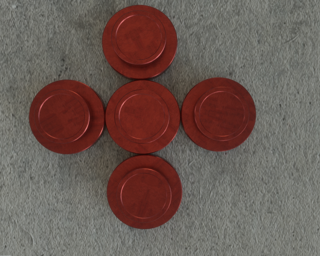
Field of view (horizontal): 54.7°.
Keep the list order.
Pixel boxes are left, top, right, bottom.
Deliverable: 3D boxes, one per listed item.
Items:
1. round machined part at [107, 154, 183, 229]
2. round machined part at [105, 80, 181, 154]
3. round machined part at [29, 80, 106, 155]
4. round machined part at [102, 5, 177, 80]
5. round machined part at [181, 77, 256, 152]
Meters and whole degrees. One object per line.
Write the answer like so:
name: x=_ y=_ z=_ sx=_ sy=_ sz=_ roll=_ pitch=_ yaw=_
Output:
round machined part: x=-0.020 y=0.083 z=0.402 sx=0.099 sy=0.042 sz=0.097 roll=0 pitch=90 yaw=-1
round machined part: x=-0.022 y=-0.014 z=0.402 sx=0.099 sy=0.042 sz=0.097 roll=0 pitch=90 yaw=-1
round machined part: x=-0.121 y=-0.014 z=0.401 sx=0.099 sy=0.042 sz=0.097 roll=0 pitch=90 yaw=-1
round machined part: x=-0.027 y=-0.112 z=0.402 sx=0.099 sy=0.042 sz=0.097 roll=0 pitch=90 yaw=-1
round machined part: x=0.077 y=-0.018 z=0.404 sx=0.099 sy=0.042 sz=0.097 roll=0 pitch=90 yaw=-1
